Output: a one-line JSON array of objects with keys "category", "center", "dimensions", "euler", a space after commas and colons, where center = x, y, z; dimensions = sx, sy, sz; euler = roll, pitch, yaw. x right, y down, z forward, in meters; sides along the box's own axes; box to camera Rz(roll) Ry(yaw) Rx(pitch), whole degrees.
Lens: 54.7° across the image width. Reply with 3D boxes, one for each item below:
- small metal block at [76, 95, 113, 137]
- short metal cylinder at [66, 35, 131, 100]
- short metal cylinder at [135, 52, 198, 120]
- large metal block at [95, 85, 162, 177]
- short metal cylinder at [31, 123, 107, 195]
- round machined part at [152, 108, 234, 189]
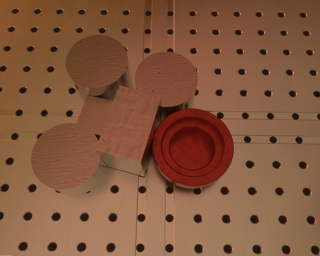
[{"category": "small metal block", "center": [-0.079, -0.011, 0.415], "dimensions": [0.050, 0.025, 0.050], "euler": [14, 71, 5]}, {"category": "short metal cylinder", "center": [-0.082, -0.080, 0.426], "dimensions": [0.081, 0.050, 0.080], "euler": [0, 70, 0]}, {"category": "short metal cylinder", "center": [0.008, -0.055, 0.418], "dimensions": [0.081, 0.050, 0.080], "euler": [0, 70, 0]}, {"category": "large metal block", "center": [-0.033, 0.007, 0.376], "dimensions": [0.050, 0.080, 0.080], "euler": [15, 71, 5]}, {"category": "short metal cylinder", "center": [-0.109, 0.040, 0.383], "dimensions": [0.081, 0.050, 0.080], "euler": [0, 70, 0]}, {"category": "round machined part", "center": [0.040, 0.028, 0.392], "dimensions": [0.099, 0.042, 0.098], "euler": [0, 70, 0]}]
